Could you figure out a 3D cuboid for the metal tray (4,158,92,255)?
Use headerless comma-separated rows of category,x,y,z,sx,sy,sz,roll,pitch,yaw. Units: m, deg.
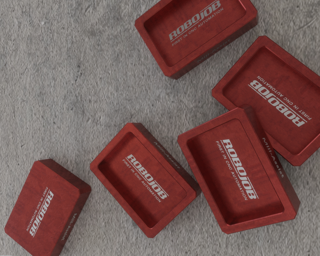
metal tray,-0.170,0.123,0.466,0.090,0.030,0.129,30,100,17

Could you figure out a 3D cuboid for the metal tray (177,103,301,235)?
metal tray,0.088,0.049,0.355,0.090,0.030,0.130,-28,87,33

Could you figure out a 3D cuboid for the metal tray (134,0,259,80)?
metal tray,0.044,-0.133,0.390,0.130,0.030,0.090,-33,80,17

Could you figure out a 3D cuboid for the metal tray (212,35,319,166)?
metal tray,0.137,-0.031,0.357,0.130,0.030,0.090,44,103,14

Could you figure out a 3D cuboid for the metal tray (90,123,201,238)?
metal tray,-0.021,0.067,0.413,0.130,0.030,0.090,46,104,14
